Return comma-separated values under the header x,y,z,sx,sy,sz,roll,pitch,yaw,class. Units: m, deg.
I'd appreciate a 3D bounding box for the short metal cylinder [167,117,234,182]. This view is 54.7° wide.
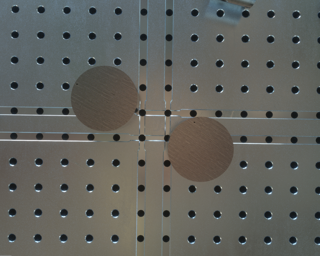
x,y,z,sx,sy,sz,roll,pitch,yaw,class
0.050,0.026,0.402,0.081,0.050,0.079,0,90,-1,short metal cylinder

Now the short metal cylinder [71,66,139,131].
x,y,z,sx,sy,sz,roll,pitch,yaw,class
-0.068,-0.036,0.400,0.081,0.050,0.079,0,90,-1,short metal cylinder

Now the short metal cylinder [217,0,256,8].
x,y,z,sx,sy,sz,roll,pitch,yaw,class
0.101,-0.197,0.387,0.050,0.080,0.080,14,90,0,short metal cylinder
